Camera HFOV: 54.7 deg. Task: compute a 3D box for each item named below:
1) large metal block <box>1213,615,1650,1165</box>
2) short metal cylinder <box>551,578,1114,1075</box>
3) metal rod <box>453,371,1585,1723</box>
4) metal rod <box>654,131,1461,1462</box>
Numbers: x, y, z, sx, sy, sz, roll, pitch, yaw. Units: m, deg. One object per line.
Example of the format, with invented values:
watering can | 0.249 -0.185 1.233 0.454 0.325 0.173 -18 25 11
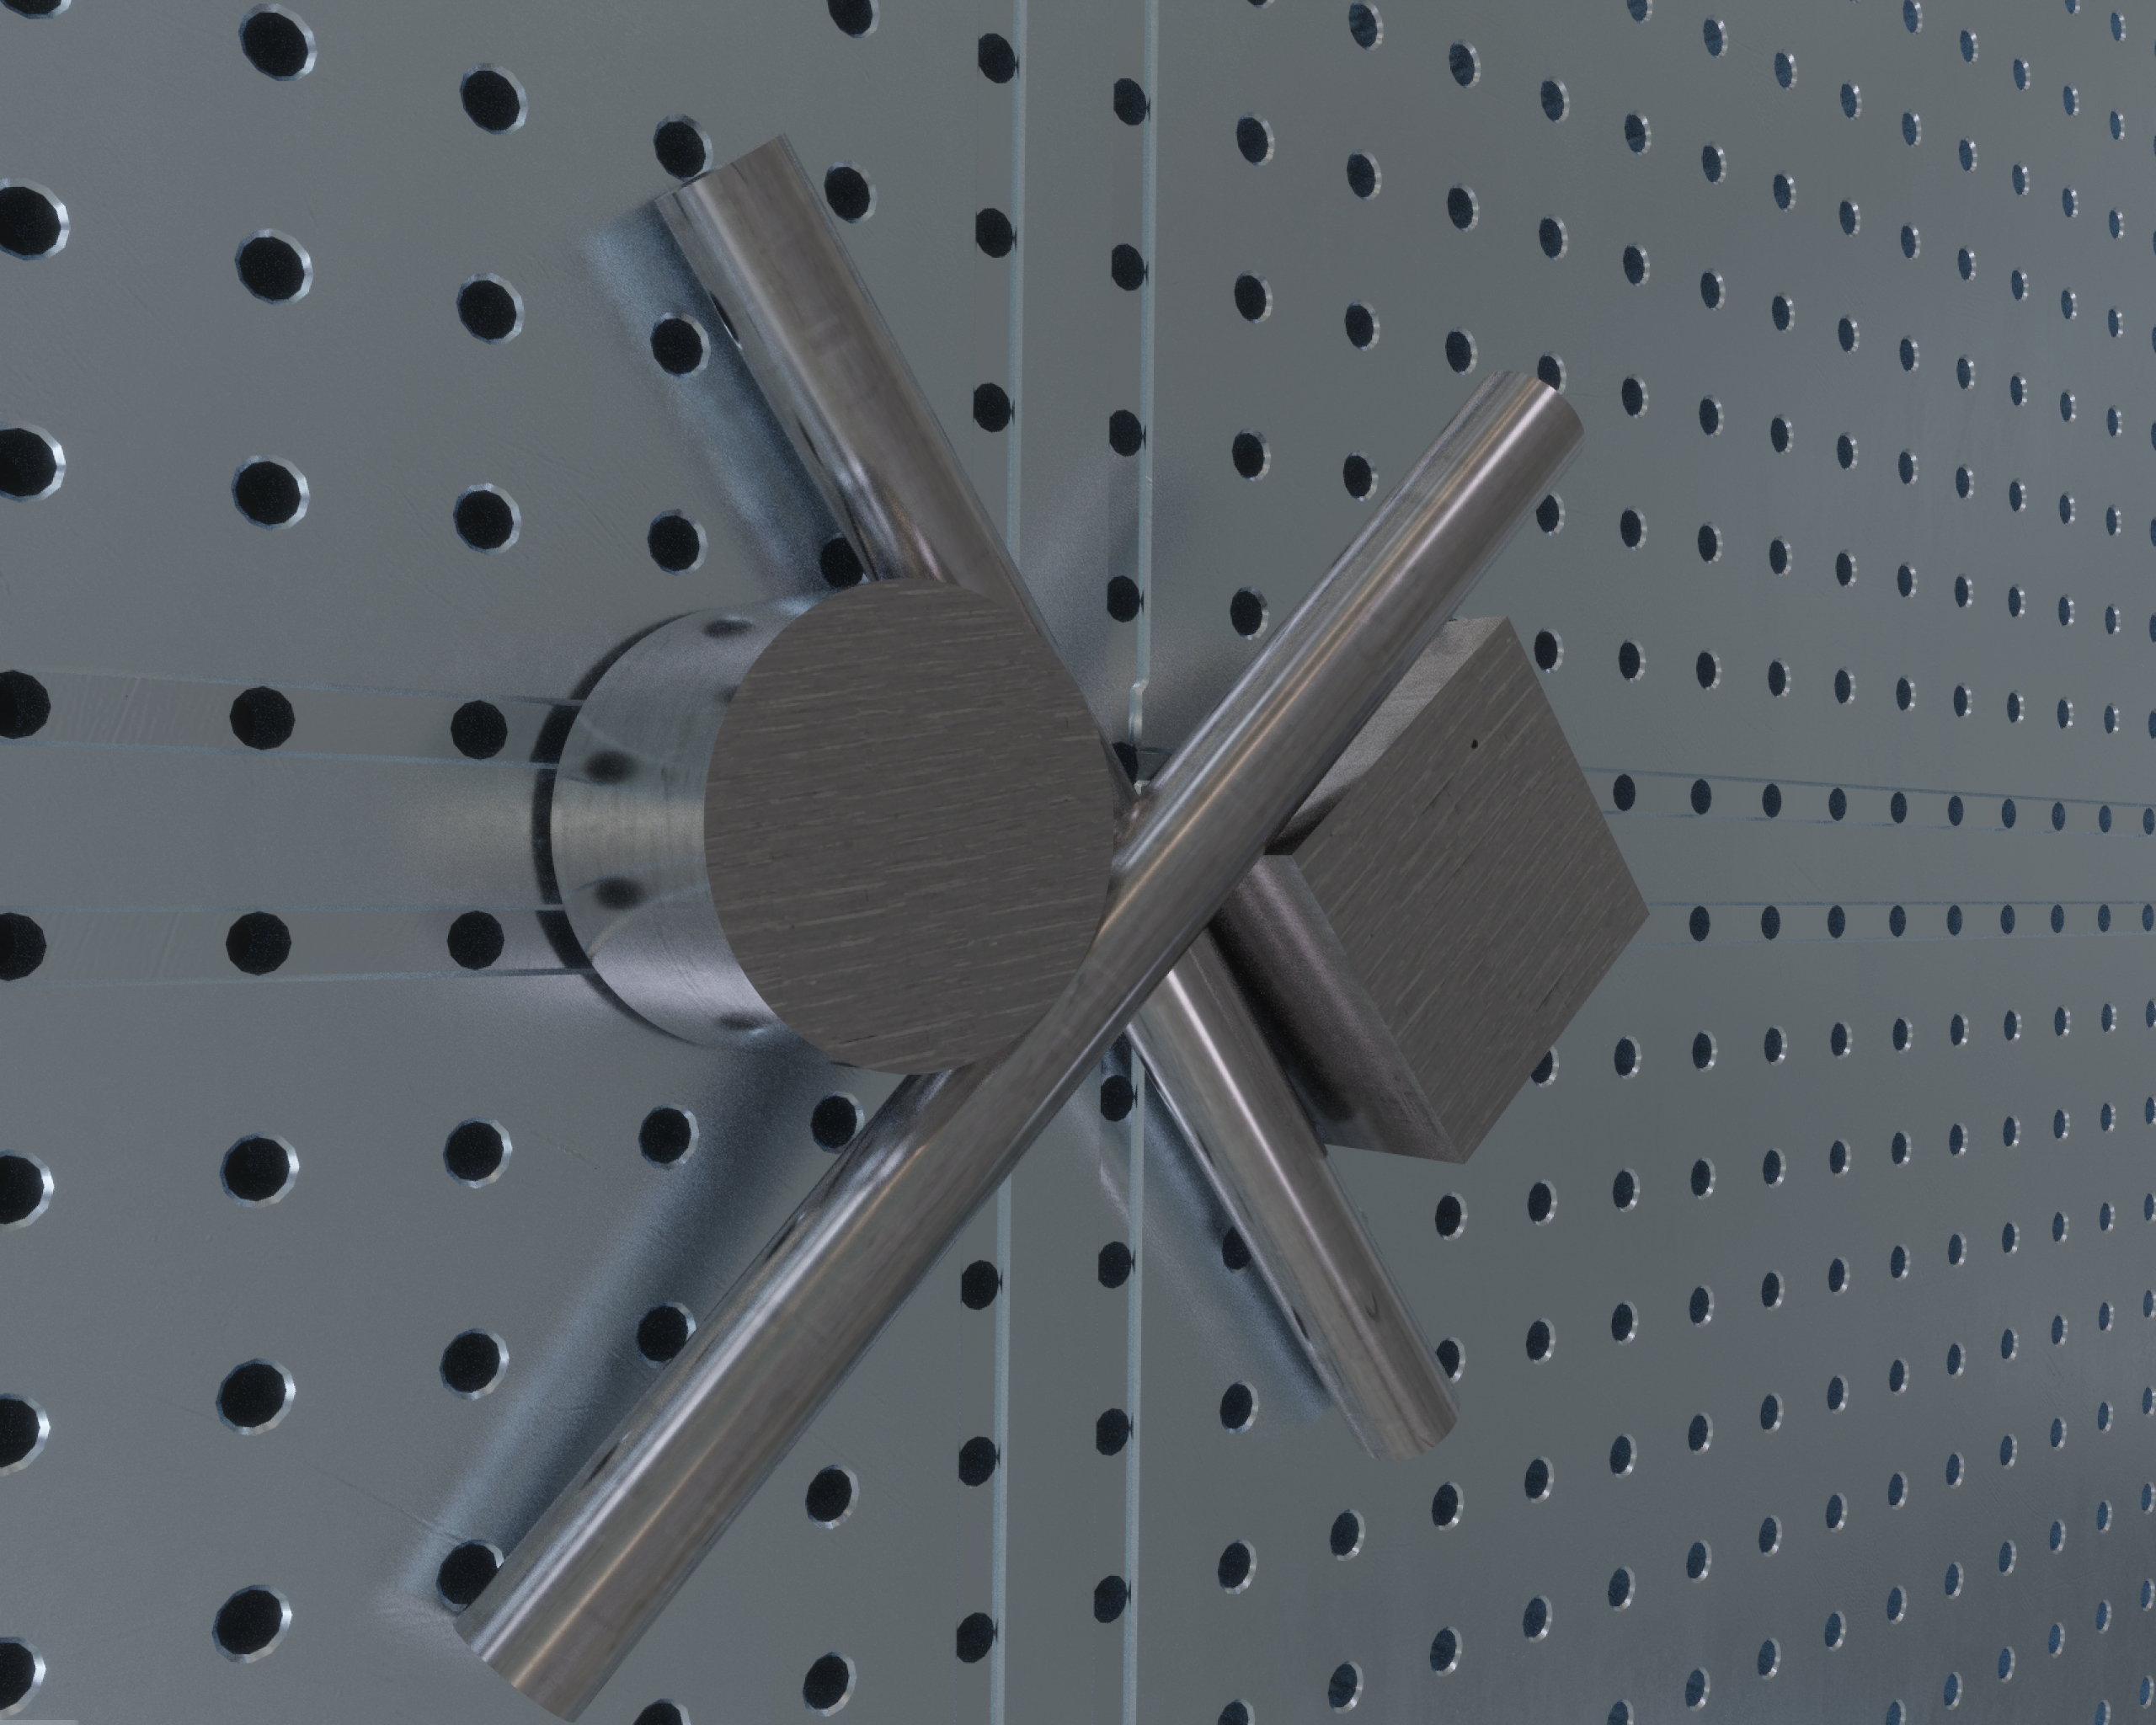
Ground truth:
large metal block | 0.067 0.005 0.443 0.080 0.050 0.080 -46 118 -30
short metal cylinder | -0.041 -0.006 0.354 0.081 0.050 0.079 0 90 -40
metal rod | 0.002 0.019 0.379 0.301 0.025 0.025 -50 120 -18
metal rod | 0.007 0.003 0.409 0.025 0.025 0.299 -43 116 -31
